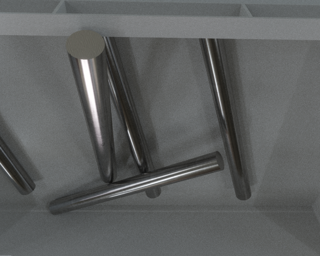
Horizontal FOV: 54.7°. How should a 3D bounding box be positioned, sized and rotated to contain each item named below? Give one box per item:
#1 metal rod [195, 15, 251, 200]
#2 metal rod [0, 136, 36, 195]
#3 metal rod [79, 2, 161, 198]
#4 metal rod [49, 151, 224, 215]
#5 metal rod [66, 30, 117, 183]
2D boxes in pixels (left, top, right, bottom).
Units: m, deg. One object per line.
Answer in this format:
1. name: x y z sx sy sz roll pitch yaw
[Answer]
1. metal rod: 0.092 -0.001 0.409 0.025 0.025 0.299 -13 129 11
2. metal rod: -0.238 -0.016 0.392 0.025 0.025 0.298 -9 130 7
3. metal rod: -0.039 -0.009 0.400 0.025 0.025 0.298 -9 130 7
4. metal rod: -0.051 0.087 0.454 0.300 0.025 0.025 -20 128 26
5. metal rod: -0.064 0.009 0.338 0.025 0.025 0.299 4 154 -4
